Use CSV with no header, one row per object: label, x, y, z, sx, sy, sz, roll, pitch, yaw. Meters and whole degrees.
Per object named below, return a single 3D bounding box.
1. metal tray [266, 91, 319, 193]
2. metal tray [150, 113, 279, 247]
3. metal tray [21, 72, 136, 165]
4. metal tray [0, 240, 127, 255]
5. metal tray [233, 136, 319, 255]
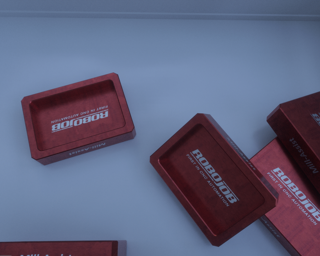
metal tray,0.204,0.021,0.379,0.091,0.030,0.130,-16,64,-28
metal tray,0.060,0.058,0.363,0.090,0.030,0.130,-44,73,18
metal tray,-0.106,-0.013,0.410,0.131,0.030,0.090,-17,71,-6
metal tray,-0.105,0.134,0.325,0.131,0.090,0.030,0,70,0
metal tray,0.159,0.084,0.377,0.090,0.030,0.130,-37,74,-13
